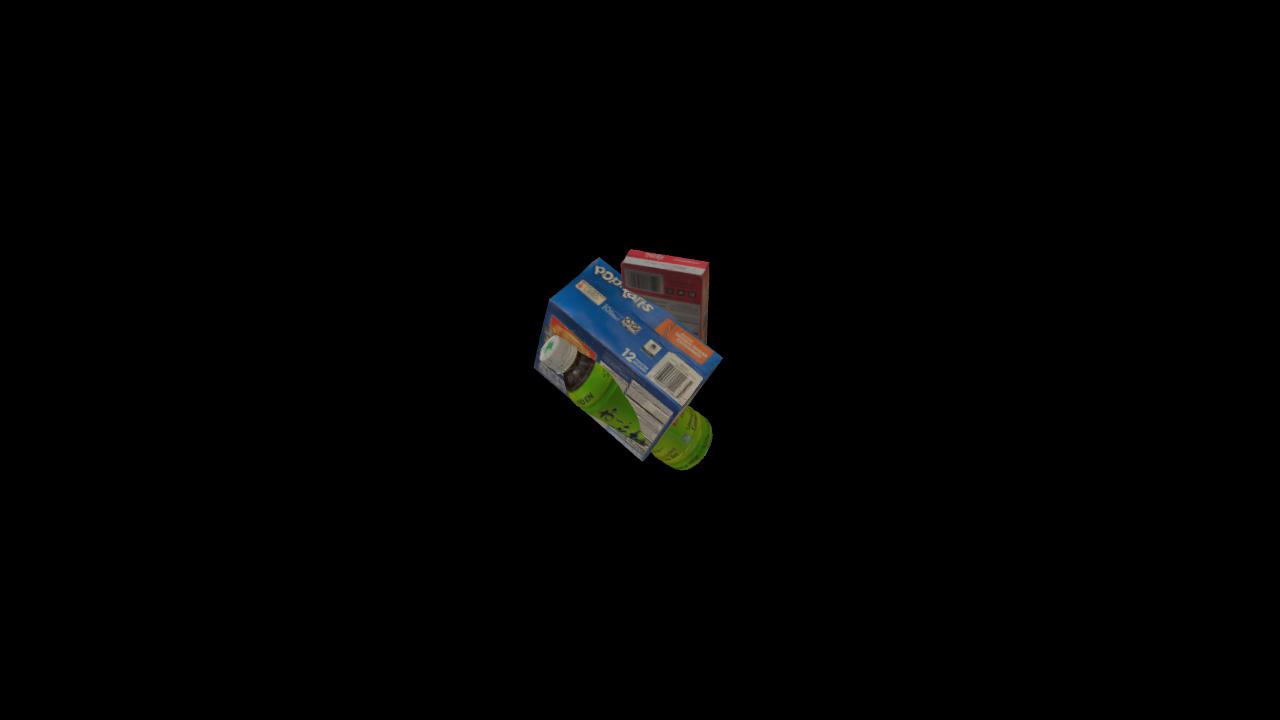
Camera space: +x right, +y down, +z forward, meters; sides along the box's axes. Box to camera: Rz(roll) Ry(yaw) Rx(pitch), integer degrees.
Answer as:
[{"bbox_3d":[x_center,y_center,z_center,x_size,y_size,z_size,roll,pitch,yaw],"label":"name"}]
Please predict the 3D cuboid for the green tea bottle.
[{"bbox_3d":[-0.015,0.043,0.650,0.212,0.073,0.073,35,-18,-27],"label":"green tea bottle"}]

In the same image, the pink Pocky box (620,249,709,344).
[{"bbox_3d":[0.028,-0.042,0.646,0.084,0.155,0.029,12,48,16],"label":"pink Pocky box"}]

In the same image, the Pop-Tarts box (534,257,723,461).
[{"bbox_3d":[-0.019,0.003,0.654,0.083,0.167,0.141,-44,-10,-33],"label":"Pop-Tarts box"}]
